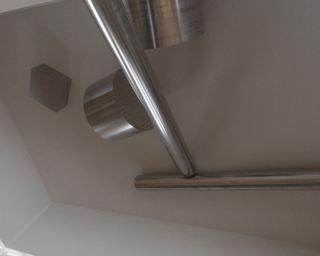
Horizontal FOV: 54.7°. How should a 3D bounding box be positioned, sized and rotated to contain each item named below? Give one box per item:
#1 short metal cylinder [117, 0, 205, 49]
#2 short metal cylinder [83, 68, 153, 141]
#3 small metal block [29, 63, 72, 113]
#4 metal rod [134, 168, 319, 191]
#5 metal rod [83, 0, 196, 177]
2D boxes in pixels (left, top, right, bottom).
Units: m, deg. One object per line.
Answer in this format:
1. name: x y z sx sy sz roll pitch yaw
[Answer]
1. short metal cylinder: 0.001 -0.113 0.302 0.080 0.080 0.050 2 119 27
2. short metal cylinder: -0.045 -0.028 0.378 0.050 0.080 0.080 -19 108 35
3. small metal block: -0.162 -0.059 0.455 0.050 0.025 0.050 30 128 8
4. metal rod: 0.096 0.068 0.399 0.300 0.025 0.025 -7 115 31
5. metal rod: -0.007 -0.029 0.309 0.025 0.025 0.299 6 148 25
